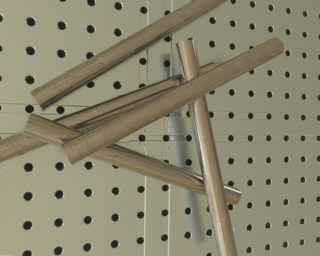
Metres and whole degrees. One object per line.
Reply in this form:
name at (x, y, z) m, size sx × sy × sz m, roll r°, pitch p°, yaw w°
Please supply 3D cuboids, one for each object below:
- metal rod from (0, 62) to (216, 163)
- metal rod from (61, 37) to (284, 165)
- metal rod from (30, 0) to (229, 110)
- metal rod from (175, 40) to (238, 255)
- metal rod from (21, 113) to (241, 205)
metal rod at (-0.055, -0.027, 0.393) m, size 0.302 × 0.025 × 0.025 m, roll -23°, pitch 98°, yaw -19°
metal rod at (0.029, -0.040, 0.369) m, size 0.302 × 0.025 × 0.025 m, roll -28°, pitch 100°, yaw -17°
metal rod at (-0.025, -0.113, 0.403) m, size 0.301 × 0.025 × 0.025 m, roll -35°, pitch 102°, yaw -17°
metal rod at (0.063, 0.036, 0.405) m, size 0.025 × 0.025 × 0.298 m, roll -13°, pitch 93°, yaw -20°
metal rod at (-0.016, 0.048, 0.392) m, size 0.302 × 0.025 × 0.025 m, roll 23°, pitch 82°, yaw -25°
